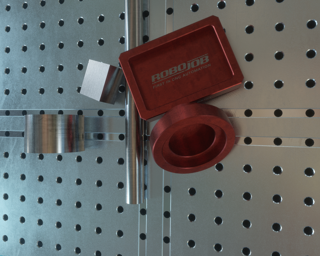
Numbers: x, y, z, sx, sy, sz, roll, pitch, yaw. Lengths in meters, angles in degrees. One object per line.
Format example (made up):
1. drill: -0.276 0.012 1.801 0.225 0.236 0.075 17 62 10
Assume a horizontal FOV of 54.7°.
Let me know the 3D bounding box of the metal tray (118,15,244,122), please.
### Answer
1. metal tray: 0.025 -0.071 0.385 0.130 0.030 0.090 -21 83 5

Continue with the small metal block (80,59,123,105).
1. small metal block: -0.081 -0.064 0.431 0.050 0.025 0.050 23 98 42

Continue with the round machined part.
1. round machined part: 0.036 0.008 0.371 0.098 0.098 0.042 -33 43 17

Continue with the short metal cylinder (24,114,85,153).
1. short metal cylinder: -0.146 0.007 0.433 0.080 0.080 0.050 0 90 19

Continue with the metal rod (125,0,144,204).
1. metal rod: -0.035 -0.048 0.423 0.025 0.025 0.298 0 90 19
